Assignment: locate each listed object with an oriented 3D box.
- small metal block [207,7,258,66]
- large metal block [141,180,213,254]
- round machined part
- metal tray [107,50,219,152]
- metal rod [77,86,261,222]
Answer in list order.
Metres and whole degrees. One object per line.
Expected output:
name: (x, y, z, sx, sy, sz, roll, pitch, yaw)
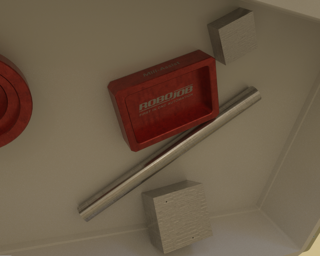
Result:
small metal block: (0.092, -0.115, 0.390, 0.050, 0.025, 0.050, -30, 129, -9)
large metal block: (0.025, 0.129, 0.466, 0.081, 0.050, 0.080, -12, 91, -23)
round machined part: (-0.173, -0.029, 0.286, 0.099, 0.042, 0.097, -14, 125, -21)
metal tray: (0.010, -0.034, 0.390, 0.131, 0.030, 0.089, -23, 127, -15)
metal rod: (0.017, 0.033, 0.440, 0.301, 0.025, 0.025, -35, 129, -6)
